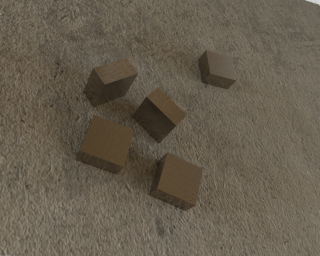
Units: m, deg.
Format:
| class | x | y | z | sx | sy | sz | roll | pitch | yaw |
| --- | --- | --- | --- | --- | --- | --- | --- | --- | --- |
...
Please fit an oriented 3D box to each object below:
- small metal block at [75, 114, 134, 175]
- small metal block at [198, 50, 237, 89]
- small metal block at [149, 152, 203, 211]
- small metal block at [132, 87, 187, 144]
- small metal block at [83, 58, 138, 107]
| class | x | y | z | sx | sy | sz | roll | pitch | yaw |
| --- | --- | --- | --- | --- | --- | --- | --- | --- | --- |
| small metal block | -0.063 | 0.019 | 0.358 | 0.050 | 0.025 | 0.050 | 23 | 53 | -15 |
| small metal block | 0.094 | -0.096 | 0.513 | 0.050 | 0.025 | 0.050 | 10 | 58 | -23 |
| small metal block | 0.020 | 0.065 | 0.375 | 0.050 | 0.025 | 0.050 | 27 | 52 | -12 |
| small metal block | -0.002 | -0.015 | 0.396 | 0.050 | 0.050 | 0.025 | 45 | 51 | 2 |
| small metal block | -0.062 | -0.057 | 0.389 | 0.050 | 0.050 | 0.025 | -26 | 77 | -37 |
